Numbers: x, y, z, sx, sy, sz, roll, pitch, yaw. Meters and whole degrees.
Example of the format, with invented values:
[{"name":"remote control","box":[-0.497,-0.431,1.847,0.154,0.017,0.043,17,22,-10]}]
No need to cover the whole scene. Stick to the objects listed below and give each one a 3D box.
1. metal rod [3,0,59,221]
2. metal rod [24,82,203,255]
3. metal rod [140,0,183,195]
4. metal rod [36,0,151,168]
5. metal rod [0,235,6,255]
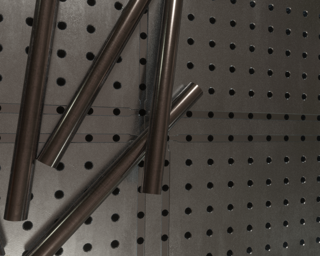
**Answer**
[{"name":"metal rod","box":[-0.145,-0.045,0.359,0.025,0.025,0.298,8,87,-20]},{"name":"metal rod","box":[-0.049,0.051,0.395,0.301,0.025,0.025,-47,105,-14]},{"name":"metal rod","box":[0.006,-0.067,0.397,0.025,0.025,0.299,10,80,-20]},{"name":"metal rod","box":[-0.066,-0.089,0.388,0.025,0.025,0.299,30,80,-18]},{"name":"metal rod","box":[-0.220,0.001,0.331,0.025,0.025,0.298,-15,95,-20]}]
